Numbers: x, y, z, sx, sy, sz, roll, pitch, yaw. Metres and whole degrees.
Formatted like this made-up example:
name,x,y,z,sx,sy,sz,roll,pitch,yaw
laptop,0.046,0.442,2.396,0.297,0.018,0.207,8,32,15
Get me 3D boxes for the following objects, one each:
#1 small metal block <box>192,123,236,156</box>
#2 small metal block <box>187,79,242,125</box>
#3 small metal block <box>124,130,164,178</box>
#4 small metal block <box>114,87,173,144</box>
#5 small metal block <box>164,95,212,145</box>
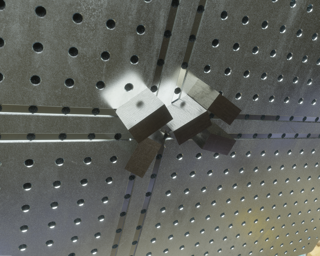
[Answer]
name,x,y,z,sx,sy,sz,roll,pitch,yaw
small metal block,0.070,0.011,0.439,0.050,0.050,0.025,16,110,-35
small metal block,0.072,-0.035,0.412,0.050,0.050,0.025,29,102,-38
small metal block,-0.019,0.029,0.398,0.025,0.050,0.050,29,105,-3
small metal block,-0.020,-0.016,0.373,0.050,0.050,0.025,-36,129,-5
small metal block,0.031,-0.012,0.404,0.050,0.050,0.025,-31,129,-8
